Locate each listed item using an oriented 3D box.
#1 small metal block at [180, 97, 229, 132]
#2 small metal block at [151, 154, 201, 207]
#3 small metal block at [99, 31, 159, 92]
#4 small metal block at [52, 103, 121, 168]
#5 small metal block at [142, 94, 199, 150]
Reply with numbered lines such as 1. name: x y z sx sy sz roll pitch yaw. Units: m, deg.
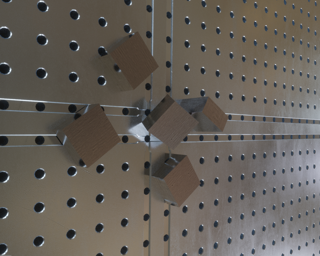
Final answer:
1. small metal block: 0.060 -0.018 0.442 0.050 0.050 0.025 39 66 -33
2. small metal block: 0.023 0.071 0.428 0.050 0.025 0.050 -41 115 -32
3. small metal block: -0.037 -0.080 0.377 0.050 0.025 0.050 -48 119 -29
4. small metal block: -0.079 0.008 0.342 0.050 0.025 0.050 -42 115 -32
5. small metal block: 0.014 -0.007 0.405 0.050 0.025 0.050 -47 124 7
